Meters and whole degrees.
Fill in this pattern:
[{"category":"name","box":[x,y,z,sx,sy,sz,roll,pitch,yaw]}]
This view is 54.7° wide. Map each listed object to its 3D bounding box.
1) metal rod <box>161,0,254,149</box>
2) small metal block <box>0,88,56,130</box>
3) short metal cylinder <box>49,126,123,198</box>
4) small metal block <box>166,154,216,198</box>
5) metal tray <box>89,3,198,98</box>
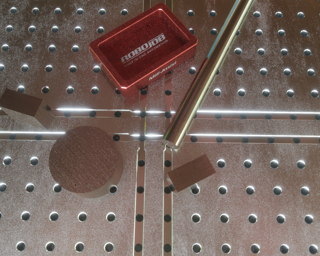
[{"category":"metal rod","box":[0.081,-0.104,0.450,0.025,0.025,0.300,26,72,8]},{"category":"small metal block","box":[-0.173,-0.023,0.405,0.050,0.050,0.025,17,71,6]},{"category":"short metal cylinder","box":[-0.088,0.043,0.382,0.081,0.050,0.080,0,70,0]},{"category":"small metal block","box":[0.036,0.059,0.377,0.050,0.050,0.025,-25,72,-9]},{"category":"metal tray","box":[-0.023,-0.115,0.450,0.131,0.030,0.090,-34,74,-12]}]
